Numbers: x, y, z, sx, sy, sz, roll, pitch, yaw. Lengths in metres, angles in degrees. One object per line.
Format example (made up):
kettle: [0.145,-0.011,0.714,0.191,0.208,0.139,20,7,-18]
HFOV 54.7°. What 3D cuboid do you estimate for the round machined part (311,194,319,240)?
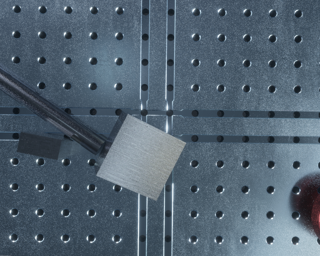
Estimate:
round machined part: [0.247,0.116,0.407,0.099,0.042,0.097,0,90,0]

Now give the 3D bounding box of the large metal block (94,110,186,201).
large metal block: [-0.027,0.033,0.390,0.080,0.050,0.080,27,90,-17]

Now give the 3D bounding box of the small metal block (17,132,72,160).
small metal block: [-0.146,0.022,0.400,0.050,0.050,0.025,11,90,0]

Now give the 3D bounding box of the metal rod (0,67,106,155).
metal rod: [-0.202,-0.059,0.411,0.301,0.025,0.025,35,90,0]
